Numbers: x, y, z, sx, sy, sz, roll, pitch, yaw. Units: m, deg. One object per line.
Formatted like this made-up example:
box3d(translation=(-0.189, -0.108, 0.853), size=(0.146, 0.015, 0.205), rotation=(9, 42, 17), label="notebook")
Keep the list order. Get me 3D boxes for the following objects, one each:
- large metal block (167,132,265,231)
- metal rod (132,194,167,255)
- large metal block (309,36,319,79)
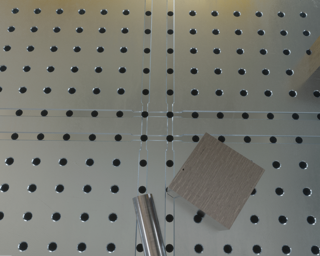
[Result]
box3d(translation=(0.065, 0.065, 0.375), size=(0.080, 0.050, 0.080), rotation=(33, 73, 11), label="large metal block")
box3d(translation=(0.014, 0.220, 0.331), size=(0.025, 0.025, 0.299), rotation=(-13, 71, -5), label="metal rod")
box3d(translation=(0.262, -0.104, 0.422), size=(0.080, 0.080, 0.050), rotation=(9, 71, 3), label="large metal block")
